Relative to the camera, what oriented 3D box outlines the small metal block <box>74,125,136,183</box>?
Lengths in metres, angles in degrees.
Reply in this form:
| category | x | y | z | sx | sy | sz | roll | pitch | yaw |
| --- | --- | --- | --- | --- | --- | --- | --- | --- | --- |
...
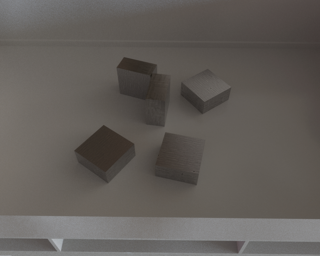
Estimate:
| category | x | y | z | sx | sy | sz | roll | pitch | yaw |
| --- | --- | --- | --- | --- | --- | --- | --- | --- | --- |
| small metal block | -0.066 | 0.031 | 0.379 | 0.050 | 0.025 | 0.050 | 30 | 56 | 22 |

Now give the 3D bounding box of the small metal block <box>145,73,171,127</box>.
| category | x | y | z | sx | sy | sz | roll | pitch | yaw |
| --- | --- | --- | --- | --- | --- | --- | --- | --- | --- |
| small metal block | -0.002 | -0.038 | 0.421 | 0.025 | 0.050 | 0.050 | 7 | 51 | 6 |

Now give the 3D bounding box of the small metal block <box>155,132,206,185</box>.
| category | x | y | z | sx | sy | sz | roll | pitch | yaw |
| --- | --- | --- | --- | --- | --- | --- | --- | --- | --- |
| small metal block | 0.025 | 0.036 | 0.375 | 0.050 | 0.025 | 0.050 | 11 | 51 | 9 |

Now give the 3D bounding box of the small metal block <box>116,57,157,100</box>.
| category | x | y | z | sx | sy | sz | roll | pitch | yaw |
| --- | --- | --- | --- | --- | --- | --- | --- | --- | --- |
| small metal block | -0.032 | -0.070 | 0.447 | 0.050 | 0.050 | 0.025 | 15 | 52 | 12 |

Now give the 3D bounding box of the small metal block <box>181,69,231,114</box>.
| category | x | y | z | sx | sy | sz | roll | pitch | yaw |
| --- | --- | --- | --- | --- | --- | --- | --- | --- | --- |
| small metal block | 0.066 | -0.054 | 0.451 | 0.050 | 0.025 | 0.050 | -29 | 56 | -22 |
